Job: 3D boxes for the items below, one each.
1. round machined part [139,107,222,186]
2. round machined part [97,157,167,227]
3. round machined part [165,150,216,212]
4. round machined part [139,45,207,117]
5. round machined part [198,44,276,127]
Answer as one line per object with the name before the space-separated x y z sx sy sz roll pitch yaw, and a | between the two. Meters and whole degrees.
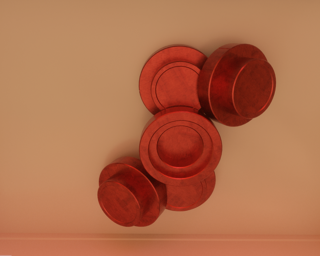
round machined part | 0.024 0.020 0.385 0.099 0.042 0.097 0 110 -1
round machined part | -0.043 0.091 0.411 0.098 0.042 0.097 13 117 26
round machined part | 0.028 0.075 0.429 0.099 0.042 0.097 0 110 -1
round machined part | 0.023 -0.051 0.382 0.099 0.042 0.097 0 110 -1
round machined part | 0.096 -0.048 0.361 0.099 0.042 0.097 -10 110 -29
